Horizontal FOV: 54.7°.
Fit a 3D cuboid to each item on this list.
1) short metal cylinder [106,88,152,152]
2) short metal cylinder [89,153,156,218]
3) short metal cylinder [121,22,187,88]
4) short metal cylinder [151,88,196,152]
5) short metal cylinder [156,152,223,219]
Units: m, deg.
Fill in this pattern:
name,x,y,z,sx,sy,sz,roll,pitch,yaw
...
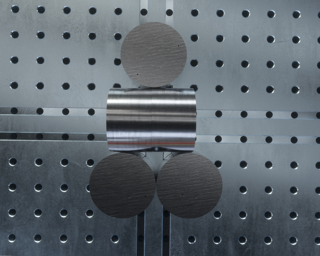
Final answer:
name,x,y,z,sx,sy,sz,roll,pitch,yaw
short metal cylinder,-0.035,-0.010,0.386,0.050,0.080,0.079,0,90,0
short metal cylinder,-0.046,0.070,0.399,0.081,0.050,0.079,0,90,-1
short metal cylinder,-0.008,-0.089,0.400,0.081,0.050,0.079,0,90,-1
short metal cylinder,0.015,-0.010,0.387,0.050,0.080,0.079,0,90,0
short metal cylinder,0.036,0.070,0.400,0.081,0.050,0.079,0,90,-1
